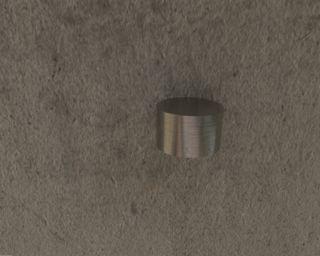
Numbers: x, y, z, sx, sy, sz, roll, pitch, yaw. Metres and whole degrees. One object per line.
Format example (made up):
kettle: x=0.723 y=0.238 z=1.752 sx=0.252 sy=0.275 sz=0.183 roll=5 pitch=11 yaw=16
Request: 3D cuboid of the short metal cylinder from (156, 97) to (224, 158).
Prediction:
short metal cylinder: x=0.035 y=-0.003 z=0.380 sx=0.081 sy=0.080 sz=0.050 roll=1 pitch=110 yaw=-1
